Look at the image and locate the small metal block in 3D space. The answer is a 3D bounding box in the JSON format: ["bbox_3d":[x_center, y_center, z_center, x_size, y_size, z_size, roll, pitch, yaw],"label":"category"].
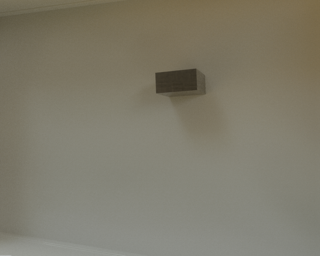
[{"bbox_3d":[0.027,-0.055,0.387,0.050,0.050,0.025,-2,89,19],"label":"small metal block"}]
